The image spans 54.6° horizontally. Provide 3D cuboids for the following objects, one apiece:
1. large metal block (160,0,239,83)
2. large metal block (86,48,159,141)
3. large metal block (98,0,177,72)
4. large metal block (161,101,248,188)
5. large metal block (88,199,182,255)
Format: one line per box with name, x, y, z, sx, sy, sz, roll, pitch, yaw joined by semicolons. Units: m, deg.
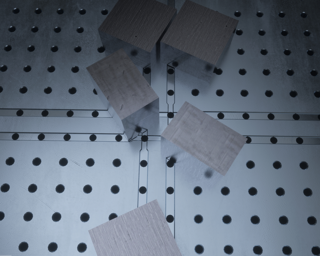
large metal block;0.055;-0.124;0.444;0.080;0.050;0.080;26;72;9
large metal block;-0.044;-0.039;0.397;0.050;0.080;0.080;-32;73;-11
large metal block;-0.030;-0.142;0.450;0.080;0.050;0.080;26;72;9
large metal block;0.048;0.023;0.374;0.080;0.080;0.050;33;74;11
large metal block;-0.024;0.137;0.349;0.080;0.050;0.080;-23;72;-8
